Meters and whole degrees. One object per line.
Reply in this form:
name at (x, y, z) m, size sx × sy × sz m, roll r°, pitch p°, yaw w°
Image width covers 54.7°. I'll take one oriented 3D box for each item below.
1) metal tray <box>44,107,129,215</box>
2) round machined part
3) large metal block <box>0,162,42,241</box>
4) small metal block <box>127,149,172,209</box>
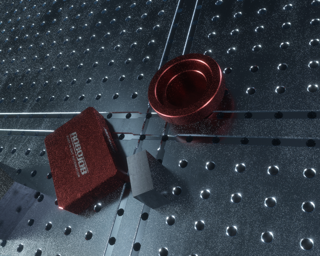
metal tray at (-0.107, 0.041, 0.434) m, size 0.090 × 0.030 × 0.130 m, roll -34°, pitch 52°, yaw 5°
round machined part at (0.037, -0.046, 0.405) m, size 0.098 × 0.042 × 0.098 m, roll -13°, pitch 56°, yaw 20°
large metal block at (-0.236, 0.102, 0.451) m, size 0.080 × 0.050 × 0.080 m, roll 26°, pitch 75°, yaw 36°
small metal block at (-0.012, 0.061, 0.360) m, size 0.025 × 0.050 × 0.050 m, roll -24°, pitch 53°, yaw 13°
